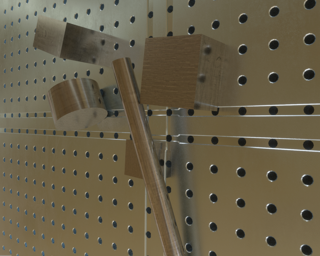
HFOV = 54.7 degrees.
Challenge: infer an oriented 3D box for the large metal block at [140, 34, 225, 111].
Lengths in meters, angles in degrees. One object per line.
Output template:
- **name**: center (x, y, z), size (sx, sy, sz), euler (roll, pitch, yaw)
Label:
- **large metal block**: center (0.025, -0.064, 0.372), size (0.080, 0.050, 0.079), euler (9, 96, 39)

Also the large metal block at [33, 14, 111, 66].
- **large metal block**: center (-0.138, -0.137, 0.488), size (0.080, 0.081, 0.050), euler (26, 107, 37)

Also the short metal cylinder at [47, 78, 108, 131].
- **short metal cylinder**: center (-0.127, -0.035, 0.479), size (0.080, 0.081, 0.050), euler (-32, 70, 35)

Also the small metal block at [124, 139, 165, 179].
- **small metal block**: center (-0.021, 0.043, 0.427), size (0.050, 0.025, 0.050), euler (6, 94, 40)

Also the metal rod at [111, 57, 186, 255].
- **metal rod**: center (-0.009, 0.059, 0.389), size (0.025, 0.025, 0.298), euler (-17, 88, 39)
